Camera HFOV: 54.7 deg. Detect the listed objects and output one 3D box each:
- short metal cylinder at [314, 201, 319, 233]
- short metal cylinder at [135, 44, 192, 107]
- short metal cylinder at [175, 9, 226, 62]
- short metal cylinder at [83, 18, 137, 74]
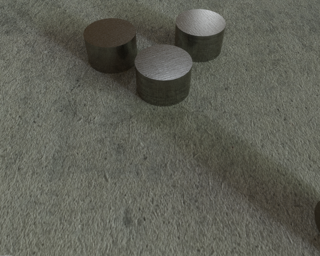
[{"bbox_3d":[0.198,0.091,0.292,0.050,0.080,0.080,-23,54,-18],"label":"short metal cylinder"},{"bbox_3d":[0.005,-0.077,0.452,0.080,0.050,0.080,0,50,0],"label":"short metal cylinder"},{"bbox_3d":[0.065,-0.155,0.517,0.080,0.050,0.080,0,50,0],"label":"short metal cylinder"},{"bbox_3d":[-0.078,-0.133,0.498,0.080,0.050,0.080,0,50,0],"label":"short metal cylinder"}]
